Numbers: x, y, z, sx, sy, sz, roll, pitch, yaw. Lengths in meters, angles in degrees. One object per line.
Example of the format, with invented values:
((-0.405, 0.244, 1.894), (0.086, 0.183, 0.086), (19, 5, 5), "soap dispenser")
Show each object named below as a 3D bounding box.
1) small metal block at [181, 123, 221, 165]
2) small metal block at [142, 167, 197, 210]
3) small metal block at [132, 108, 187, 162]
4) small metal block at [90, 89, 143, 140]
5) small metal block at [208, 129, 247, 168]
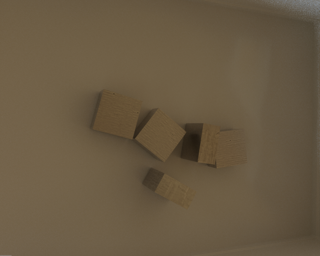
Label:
((0.054, 0.020, 0.417), (0.025, 0.050, 0.050), (10, 87, -21), "small metal block")
((0.011, 0.077, 0.400), (0.050, 0.050, 0.025), (32, 81, -18), "small metal block")
((-0.002, 0.009, 0.408), (0.050, 0.025, 0.050), (41, 77, -16), "small metal block")
((-0.055, -0.016, 0.388), (0.050, 0.025, 0.050), (16, 85, -20), "small metal block")
((0.095, 0.028, 0.445), (0.050, 0.025, 0.050), (-6, 92, -20), "small metal block")
